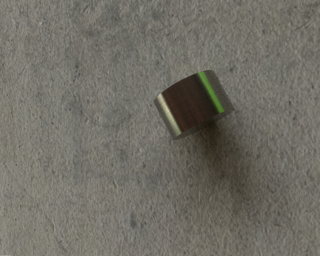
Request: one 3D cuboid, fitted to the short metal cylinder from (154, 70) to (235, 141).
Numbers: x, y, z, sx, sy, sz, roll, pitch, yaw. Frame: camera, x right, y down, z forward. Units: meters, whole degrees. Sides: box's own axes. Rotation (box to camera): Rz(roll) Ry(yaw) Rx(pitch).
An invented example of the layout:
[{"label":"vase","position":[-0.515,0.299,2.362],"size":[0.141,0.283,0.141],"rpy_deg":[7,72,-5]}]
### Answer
[{"label":"short metal cylinder","position":[0.040,-0.025,0.365],"size":[0.080,0.080,0.050],"rpy_deg":[-29,81,17]}]
